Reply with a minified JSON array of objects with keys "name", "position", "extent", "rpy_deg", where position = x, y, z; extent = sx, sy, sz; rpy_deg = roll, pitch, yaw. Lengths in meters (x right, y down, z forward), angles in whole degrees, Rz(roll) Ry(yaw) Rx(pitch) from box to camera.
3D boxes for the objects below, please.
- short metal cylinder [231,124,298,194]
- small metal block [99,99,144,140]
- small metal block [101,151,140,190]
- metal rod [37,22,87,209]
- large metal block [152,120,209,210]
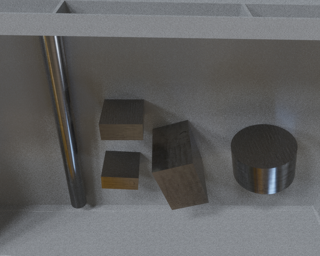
[{"name":"short metal cylinder","position":[0.136,0.040,0.409],"extent":[0.080,0.080,0.050],"rpy_deg":[-9,130,7]},{"name":"small metal block","position":[-0.045,-0.011,0.383],"extent":[0.050,0.050,0.025],"rpy_deg":[0,130,-1]},{"name":"small metal block","position":[-0.055,0.060,0.443],"extent":[0.050,0.050,0.025],"rpy_deg":[3,130,-3]},{"name":"metal rod","position":[-0.124,0.009,0.414],"extent":[0.025,0.025,0.298],"rpy_deg":[3,130,-3]},{"name":"large metal block","position":[0.027,0.050,0.416],"extent":[0.050,0.080,0.080],"rpy_deg":[-15,129,12]}]
